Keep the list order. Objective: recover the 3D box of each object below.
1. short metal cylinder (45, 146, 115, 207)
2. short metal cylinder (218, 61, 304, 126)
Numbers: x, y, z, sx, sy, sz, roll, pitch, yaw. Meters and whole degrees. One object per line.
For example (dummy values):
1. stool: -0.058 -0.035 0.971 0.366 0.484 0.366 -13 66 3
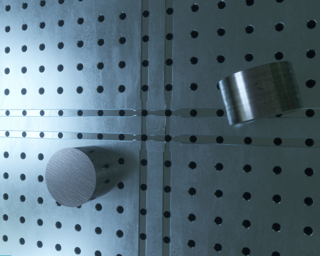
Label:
1. short metal cylinder: -0.112 0.066 0.437 0.080 0.050 0.079 0 90 19
2. short metal cylinder: 0.111 -0.036 0.344 0.080 0.080 0.050 -15 85 19
